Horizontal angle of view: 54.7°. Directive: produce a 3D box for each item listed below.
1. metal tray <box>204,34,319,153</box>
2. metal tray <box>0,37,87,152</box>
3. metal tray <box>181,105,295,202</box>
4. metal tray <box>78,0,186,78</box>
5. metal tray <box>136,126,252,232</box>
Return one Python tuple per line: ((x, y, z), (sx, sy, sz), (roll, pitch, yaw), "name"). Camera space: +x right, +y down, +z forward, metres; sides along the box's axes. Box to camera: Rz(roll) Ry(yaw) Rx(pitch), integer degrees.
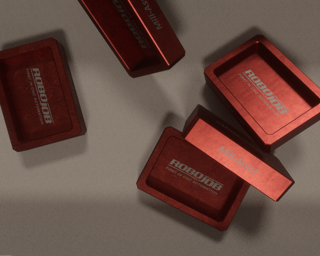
((0.127, -0.046, 0.382), (0.090, 0.030, 0.130), (-33, 63, -1), "metal tray")
((-0.159, -0.042, 0.406), (0.091, 0.030, 0.129), (-15, 90, -1), "metal tray")
((0.091, 0.025, 0.377), (0.130, 0.090, 0.030), (34, 105, -1), "metal tray")
((-0.038, -0.123, 0.356), (0.030, 0.090, 0.130), (-45, 114, -25), "metal tray")
((0.046, 0.065, 0.409), (0.130, 0.030, 0.090), (28, 90, -1), "metal tray")
